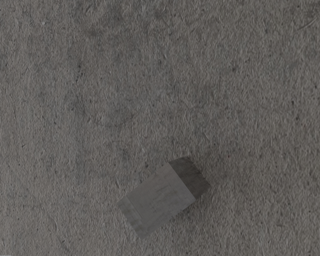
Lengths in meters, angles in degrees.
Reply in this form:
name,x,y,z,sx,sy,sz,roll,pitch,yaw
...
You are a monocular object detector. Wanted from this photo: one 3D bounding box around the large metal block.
name,x,y,z,sx,sy,sz,roll,pitch,yaw
large metal block,0.008,0.081,0.377,0.080,0.080,0.050,-40,77,15
